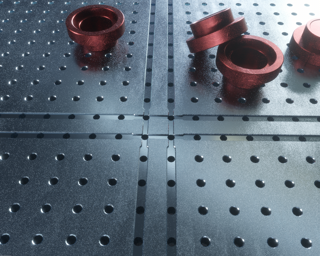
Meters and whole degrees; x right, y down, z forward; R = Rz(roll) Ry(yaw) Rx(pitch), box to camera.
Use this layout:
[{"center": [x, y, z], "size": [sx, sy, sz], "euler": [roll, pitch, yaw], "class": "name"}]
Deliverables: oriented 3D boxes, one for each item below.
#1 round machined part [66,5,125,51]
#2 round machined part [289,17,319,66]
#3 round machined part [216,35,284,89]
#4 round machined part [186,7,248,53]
[{"center": [-0.110, -0.171, 0.540], "size": [0.099, 0.042, 0.098], "euler": [0, 50, 0], "class": "round machined part"}, {"center": [0.276, -0.151, 0.525], "size": [0.099, 0.042, 0.098], "euler": [0, 50, 0], "class": "round machined part"}, {"center": [0.136, -0.099, 0.480], "size": [0.099, 0.042, 0.098], "euler": [0, 50, 0], "class": "round machined part"}, {"center": [0.087, -0.160, 0.499], "size": [0.098, 0.042, 0.098], "euler": [-22, 17, 7], "class": "round machined part"}]
